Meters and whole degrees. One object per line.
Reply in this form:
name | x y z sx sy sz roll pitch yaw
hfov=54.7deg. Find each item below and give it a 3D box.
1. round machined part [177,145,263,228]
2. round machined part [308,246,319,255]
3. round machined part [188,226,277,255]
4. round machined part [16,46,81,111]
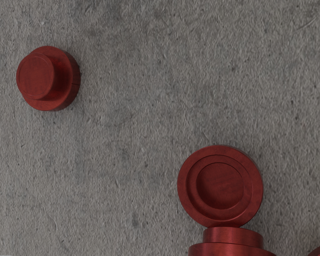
round machined part | 0.074 0.068 0.374 0.098 0.042 0.097 0 90 20
round machined part | 0.200 0.169 0.329 0.098 0.042 0.097 0 90 20
round machined part | 0.082 0.142 0.351 0.098 0.098 0.042 -3 55 20
round machined part | -0.172 -0.074 0.461 0.098 0.042 0.097 0 90 20
